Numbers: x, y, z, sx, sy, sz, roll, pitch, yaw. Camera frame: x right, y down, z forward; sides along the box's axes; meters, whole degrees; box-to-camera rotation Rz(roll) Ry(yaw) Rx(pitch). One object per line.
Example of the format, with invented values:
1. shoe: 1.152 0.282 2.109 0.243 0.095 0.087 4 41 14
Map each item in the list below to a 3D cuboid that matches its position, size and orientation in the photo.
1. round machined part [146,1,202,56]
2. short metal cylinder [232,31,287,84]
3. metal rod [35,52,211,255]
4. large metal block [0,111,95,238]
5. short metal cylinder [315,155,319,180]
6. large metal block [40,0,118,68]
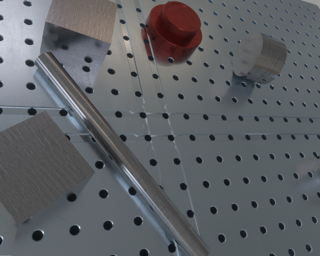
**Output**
1. round machined part: 0.029 -0.172 0.517 0.099 0.042 0.098 14 56 -21
2. short metal cylinder: 0.171 -0.122 0.539 0.050 0.080 0.080 15 56 -20
3. metal rod: -0.048 0.029 0.363 0.025 0.025 0.300 -34 81 -38
4. large metal block: -0.125 0.042 0.299 0.080 0.050 0.081 50 51 6
5. short metal cylinder: 0.310 0.069 0.516 0.081 0.050 0.080 14 56 -21
6. large metal block: -0.108 -0.138 0.418 0.081 0.050 0.080 15 56 -20
